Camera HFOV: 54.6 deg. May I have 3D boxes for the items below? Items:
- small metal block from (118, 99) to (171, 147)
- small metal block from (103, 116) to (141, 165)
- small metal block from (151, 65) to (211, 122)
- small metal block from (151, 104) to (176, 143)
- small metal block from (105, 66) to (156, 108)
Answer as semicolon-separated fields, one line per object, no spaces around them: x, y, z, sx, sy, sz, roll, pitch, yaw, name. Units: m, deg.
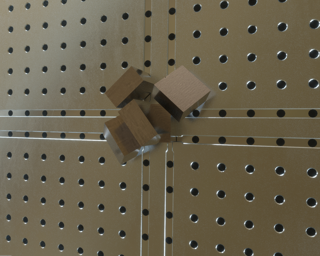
-0.018;-0.006;0.379;0.025;0.050;0.050;-38;79;15;small metal block
-0.052;0.017;0.415;0.025;0.050;0.050;-28;79;-20;small metal block
0.026;-0.044;0.389;0.050;0.025;0.050;-38;74;-25;small metal block
-0.006;-0.006;0.415;0.050;0.025;0.050;1;90;19;small metal block
-0.037;-0.052;0.413;0.050;0.050;0.025;-43;77;15;small metal block
